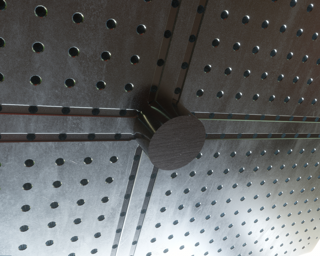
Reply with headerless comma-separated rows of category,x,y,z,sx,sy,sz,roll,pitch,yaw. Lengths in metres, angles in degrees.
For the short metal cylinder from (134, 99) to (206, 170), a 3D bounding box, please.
short metal cylinder,0.012,0.008,0.406,0.081,0.050,0.080,-14,124,-21
